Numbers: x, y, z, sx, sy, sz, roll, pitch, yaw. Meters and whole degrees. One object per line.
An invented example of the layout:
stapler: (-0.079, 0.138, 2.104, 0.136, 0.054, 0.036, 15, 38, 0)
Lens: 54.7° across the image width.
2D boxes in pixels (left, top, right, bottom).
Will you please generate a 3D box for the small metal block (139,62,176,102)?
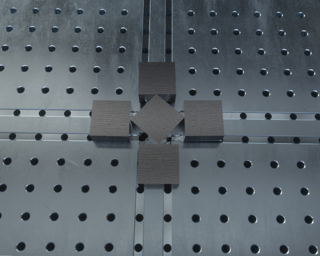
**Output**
small metal block: (-0.004, -0.065, 0.435, 0.050, 0.025, 0.050, 0, 70, -1)

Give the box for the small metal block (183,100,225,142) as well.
small metal block: (0.057, -0.009, 0.416, 0.050, 0.025, 0.050, 0, 70, -1)

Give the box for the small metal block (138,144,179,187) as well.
small metal block: (-0.002, 0.048, 0.394, 0.050, 0.025, 0.050, 0, 70, 0)

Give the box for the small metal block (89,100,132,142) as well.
small metal block: (-0.064, -0.009, 0.414, 0.050, 0.025, 0.050, 1, 70, 0)

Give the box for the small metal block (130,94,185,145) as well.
small metal block: (-0.003, -0.008, 0.414, 0.050, 0.025, 0.050, 40, 75, 13)
